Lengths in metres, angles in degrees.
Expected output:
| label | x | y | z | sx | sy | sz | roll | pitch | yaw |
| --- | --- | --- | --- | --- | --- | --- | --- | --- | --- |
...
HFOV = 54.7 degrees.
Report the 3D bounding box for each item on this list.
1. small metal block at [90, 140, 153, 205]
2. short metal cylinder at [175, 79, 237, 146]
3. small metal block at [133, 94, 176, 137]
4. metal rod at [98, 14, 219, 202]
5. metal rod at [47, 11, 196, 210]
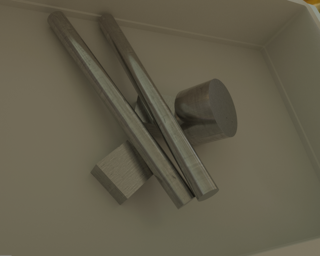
| label | x | y | z | sx | sy | sz | roll | pitch | yaw |
| --- | --- | --- | --- | --- | --- | --- | --- | --- | --- |
| small metal block | -0.041 | 0.050 | 0.354 | 0.050 | 0.025 | 0.050 | 47 | 51 | 4 |
| short metal cylinder | 0.064 | -0.021 | 0.418 | 0.080 | 0.050 | 0.080 | 29 | 53 | -46 |
| small metal block | -0.008 | -0.019 | 0.406 | 0.050 | 0.025 | 0.050 | 11 | 56 | -5 |
| metal rod | -0.015 | -0.045 | 0.391 | 0.025 | 0.025 | 0.299 | -9 | 56 | -33 |
| metal rod | -0.056 | -0.034 | 0.377 | 0.025 | 0.025 | 0.299 | -23 | 68 | -37 |
